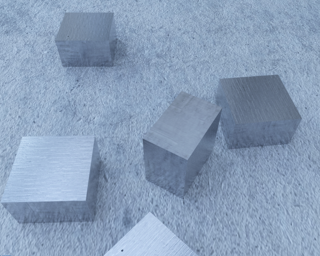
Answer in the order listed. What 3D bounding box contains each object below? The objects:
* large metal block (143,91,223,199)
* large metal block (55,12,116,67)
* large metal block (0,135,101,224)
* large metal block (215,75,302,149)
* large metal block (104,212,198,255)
[{"bbox_3d":[0.025,0.019,0.351,0.050,0.080,0.080,25,54,19],"label":"large metal block"},{"bbox_3d":[-0.117,-0.146,0.509,0.081,0.050,0.080,0,50,0],"label":"large metal block"},{"bbox_3d":[-0.112,0.055,0.340,0.081,0.050,0.080,-1,50,-1],"label":"large metal block"},{"bbox_3d":[0.123,-0.022,0.406,0.081,0.050,0.080,-5,50,-4],"label":"large metal block"},{"bbox_3d":[-0.008,0.137,0.272,0.080,0.050,0.080,36,59,26],"label":"large metal block"}]
